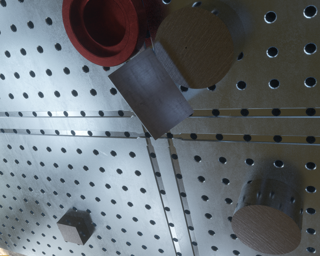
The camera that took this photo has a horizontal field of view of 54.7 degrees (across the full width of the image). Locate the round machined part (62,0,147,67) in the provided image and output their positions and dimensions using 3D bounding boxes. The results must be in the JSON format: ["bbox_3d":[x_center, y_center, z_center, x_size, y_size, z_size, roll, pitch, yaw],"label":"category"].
[{"bbox_3d":[-0.058,-0.123,0.353,0.098,0.042,0.097,13,124,20],"label":"round machined part"}]

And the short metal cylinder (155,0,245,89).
[{"bbox_3d":[0.042,-0.087,0.319,0.080,0.050,0.079,13,124,21],"label":"short metal cylinder"}]

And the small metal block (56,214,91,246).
[{"bbox_3d":[-0.175,0.207,0.628,0.050,0.025,0.050,1,119,27],"label":"small metal block"}]

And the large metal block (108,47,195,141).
[{"bbox_3d":[-0.014,-0.038,0.349,0.050,0.080,0.080,-37,101,-3],"label":"large metal block"}]

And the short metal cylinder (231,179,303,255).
[{"bbox_3d":[0.136,0.112,0.392,0.080,0.050,0.079,13,124,20],"label":"short metal cylinder"}]
